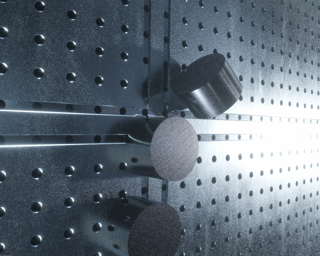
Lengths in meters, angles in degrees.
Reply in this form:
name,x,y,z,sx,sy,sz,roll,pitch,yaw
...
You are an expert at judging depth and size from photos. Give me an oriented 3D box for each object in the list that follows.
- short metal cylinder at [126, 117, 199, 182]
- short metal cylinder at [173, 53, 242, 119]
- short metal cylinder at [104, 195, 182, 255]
name,x,y,z,sx,sy,sz,roll,pitch,yaw
short metal cylinder,0.004,0.026,0.398,0.081,0.050,0.079,0,90,-40
short metal cylinder,0.066,-0.058,0.431,0.050,0.080,0.080,49,61,-29
short metal cylinder,-0.020,0.127,0.378,0.081,0.050,0.079,0,90,-40
